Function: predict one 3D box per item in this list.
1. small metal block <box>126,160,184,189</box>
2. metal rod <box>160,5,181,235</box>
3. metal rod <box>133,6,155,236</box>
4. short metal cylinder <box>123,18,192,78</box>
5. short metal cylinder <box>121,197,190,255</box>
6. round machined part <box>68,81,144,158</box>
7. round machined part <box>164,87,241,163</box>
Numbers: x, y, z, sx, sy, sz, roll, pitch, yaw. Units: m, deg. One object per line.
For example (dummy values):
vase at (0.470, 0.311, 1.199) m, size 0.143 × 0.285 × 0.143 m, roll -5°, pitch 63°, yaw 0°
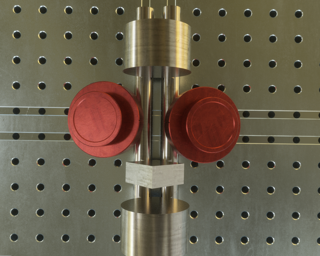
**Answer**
small metal block at (-0.006, 0.055, 0.377) m, size 0.050 × 0.050 × 0.025 m, roll 1°, pitch 90°, yaw -42°
metal rod at (0.013, -0.009, 0.412) m, size 0.025 × 0.025 × 0.298 m, roll 1°, pitch 90°, yaw 0°
metal rod at (-0.022, -0.008, 0.412) m, size 0.025 × 0.025 × 0.298 m, roll 1°, pitch 90°, yaw 0°
short metal cylinder at (-0.003, -0.090, 0.363) m, size 0.081 × 0.080 × 0.050 m, roll 1°, pitch 90°, yaw 0°
short metal cylinder at (-0.006, 0.115, 0.364) m, size 0.081 × 0.080 × 0.050 m, roll 1°, pitch 90°, yaw 0°
round machined part at (-0.073, -0.011, 0.392) m, size 0.098 × 0.042 × 0.097 m, roll 0°, pitch 90°, yaw 14°
round machined part at (0.059, -0.004, 0.392) m, size 0.099 × 0.042 × 0.097 m, roll 0°, pitch 90°, yaw -15°
